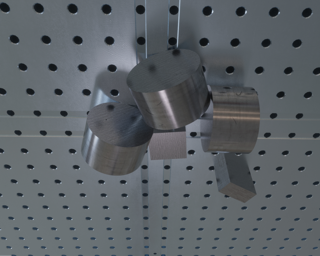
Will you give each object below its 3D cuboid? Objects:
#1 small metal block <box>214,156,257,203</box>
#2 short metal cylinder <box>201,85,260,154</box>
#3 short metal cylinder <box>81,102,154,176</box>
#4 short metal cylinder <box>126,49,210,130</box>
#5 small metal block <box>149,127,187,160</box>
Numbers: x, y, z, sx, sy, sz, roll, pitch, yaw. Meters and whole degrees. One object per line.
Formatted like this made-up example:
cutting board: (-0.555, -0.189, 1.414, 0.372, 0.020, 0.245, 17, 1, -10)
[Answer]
small metal block: (0.111, 0.077, 0.462, 0.050, 0.050, 0.025, 26, 125, -21)
short metal cylinder: (0.080, -0.010, 0.368, 0.050, 0.080, 0.079, 2, 130, -2)
short metal cylinder: (-0.054, 0.012, 0.386, 0.081, 0.080, 0.050, 13, 129, -11)
short metal cylinder: (0.010, -0.043, 0.339, 0.080, 0.080, 0.050, -14, 129, 11)
small metal block: (0.010, 0.017, 0.426, 0.050, 0.025, 0.050, -3, 130, 2)
